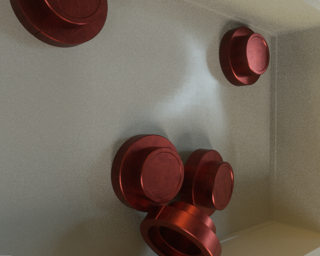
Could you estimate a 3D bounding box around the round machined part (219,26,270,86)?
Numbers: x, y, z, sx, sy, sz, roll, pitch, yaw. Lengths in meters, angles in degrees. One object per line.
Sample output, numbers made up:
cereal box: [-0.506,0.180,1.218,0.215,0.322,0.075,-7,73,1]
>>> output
round machined part: [0.147,-0.121,0.518,0.099,0.042,0.097,0,90,-40]

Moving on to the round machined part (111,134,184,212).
round machined part: [-0.008,0.057,0.389,0.099,0.042,0.097,0,90,-40]

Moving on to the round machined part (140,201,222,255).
round machined part: [0.028,0.127,0.374,0.042,0.098,0.098,-51,121,-41]

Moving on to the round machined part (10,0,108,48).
round machined part: [-0.096,-0.135,0.315,0.099,0.042,0.097,0,91,-40]

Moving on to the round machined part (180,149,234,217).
round machined part: [0.073,0.080,0.443,0.099,0.042,0.097,-7,99,-53]
